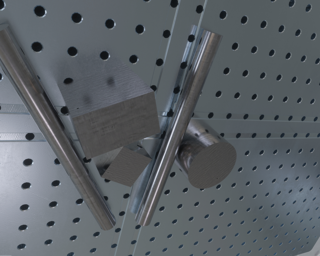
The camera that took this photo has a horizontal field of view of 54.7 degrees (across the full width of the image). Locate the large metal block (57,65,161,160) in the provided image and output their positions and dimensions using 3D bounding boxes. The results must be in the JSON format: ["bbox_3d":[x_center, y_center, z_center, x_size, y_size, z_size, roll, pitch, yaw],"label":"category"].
[{"bbox_3d":[-0.056,-0.021,0.332,0.081,0.080,0.050,-20,126,-16],"label":"large metal block"}]

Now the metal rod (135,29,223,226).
[{"bbox_3d":[0.019,0.015,0.430,0.025,0.025,0.298,5,116,-31],"label":"metal rod"}]

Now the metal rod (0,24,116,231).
[{"bbox_3d":[-0.112,0.026,0.366,0.025,0.025,0.299,-26,128,-12],"label":"metal rod"}]

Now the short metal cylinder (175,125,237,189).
[{"bbox_3d":[0.064,0.042,0.457,0.081,0.050,0.079,-14,124,-21],"label":"short metal cylinder"}]

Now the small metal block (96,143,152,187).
[{"bbox_3d":[-0.048,0.046,0.414,0.050,0.025,0.050,28,103,-38],"label":"small metal block"}]
